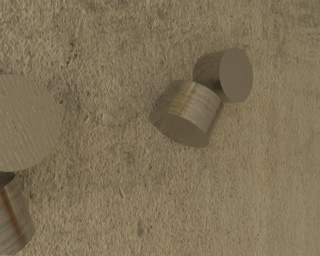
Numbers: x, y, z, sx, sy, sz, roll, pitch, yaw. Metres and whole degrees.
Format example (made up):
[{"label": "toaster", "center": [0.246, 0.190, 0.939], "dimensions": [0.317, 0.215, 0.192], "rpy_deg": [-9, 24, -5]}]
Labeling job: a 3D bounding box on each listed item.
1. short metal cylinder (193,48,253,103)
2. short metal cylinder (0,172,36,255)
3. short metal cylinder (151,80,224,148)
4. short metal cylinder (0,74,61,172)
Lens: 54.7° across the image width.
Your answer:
[{"label": "short metal cylinder", "center": [0.096, -0.077, 0.468], "dimensions": [0.081, 0.050, 0.080], "rpy_deg": [0, 90, -40]}, {"label": "short metal cylinder", "center": [-0.148, 0.075, 0.245], "dimensions": [0.081, 0.080, 0.050], "rpy_deg": [-24, 106, -37]}, {"label": "short metal cylinder", "center": [0.035, -0.017, 0.398], "dimensions": [0.080, 0.080, 0.050], "rpy_deg": [42, 65, -32]}, {"label": "short metal cylinder", "center": [-0.137, -0.004, 0.274], "dimensions": [0.081, 0.050, 0.080], "rpy_deg": [0, 90, -40]}]
